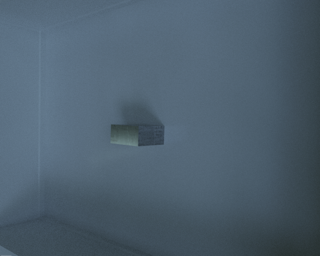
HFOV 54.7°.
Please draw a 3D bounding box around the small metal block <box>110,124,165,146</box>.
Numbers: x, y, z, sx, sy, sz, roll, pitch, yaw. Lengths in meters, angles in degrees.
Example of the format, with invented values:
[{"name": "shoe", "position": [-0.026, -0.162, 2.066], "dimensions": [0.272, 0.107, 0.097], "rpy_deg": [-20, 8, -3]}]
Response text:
[{"name": "small metal block", "position": [-0.030, 0.009, 0.413], "dimensions": [0.050, 0.050, 0.025], "rpy_deg": [4, 93, 39]}]
